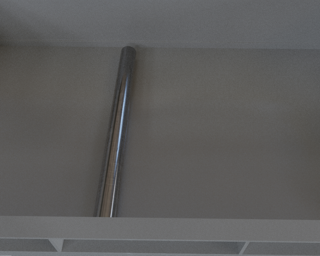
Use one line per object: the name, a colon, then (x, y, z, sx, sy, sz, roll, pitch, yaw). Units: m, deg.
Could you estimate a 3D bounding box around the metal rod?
metal rod: (-0.055, -0.009, 0.412, 0.025, 0.025, 0.300, 1, 50, 1)
